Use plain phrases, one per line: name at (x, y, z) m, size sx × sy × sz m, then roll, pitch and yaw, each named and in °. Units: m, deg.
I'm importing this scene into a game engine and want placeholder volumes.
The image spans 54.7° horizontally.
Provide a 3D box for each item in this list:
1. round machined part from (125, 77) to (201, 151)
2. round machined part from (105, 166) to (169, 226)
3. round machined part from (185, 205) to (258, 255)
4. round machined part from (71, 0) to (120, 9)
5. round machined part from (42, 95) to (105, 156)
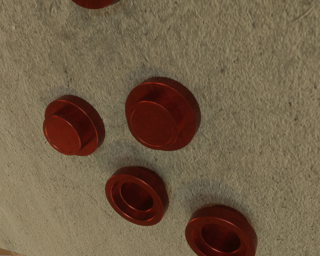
round machined part at (-0.002, -0.011, 0.390) m, size 0.098 × 0.042 × 0.097 m, roll 13°, pitch 124°, yaw 21°
round machined part at (-0.031, 0.098, 0.473) m, size 0.098 × 0.042 × 0.097 m, roll 13°, pitch 124°, yaw 21°
round machined part at (0.089, 0.150, 0.441) m, size 0.098 × 0.042 × 0.097 m, roll 13°, pitch 124°, yaw 21°
round machined part at (-0.080, -0.177, 0.328) m, size 0.098 × 0.042 × 0.097 m, roll 13°, pitch 124°, yaw 21°
round machined part at (-0.137, 0.003, 0.470) m, size 0.098 × 0.042 × 0.097 m, roll 13°, pitch 124°, yaw 21°
